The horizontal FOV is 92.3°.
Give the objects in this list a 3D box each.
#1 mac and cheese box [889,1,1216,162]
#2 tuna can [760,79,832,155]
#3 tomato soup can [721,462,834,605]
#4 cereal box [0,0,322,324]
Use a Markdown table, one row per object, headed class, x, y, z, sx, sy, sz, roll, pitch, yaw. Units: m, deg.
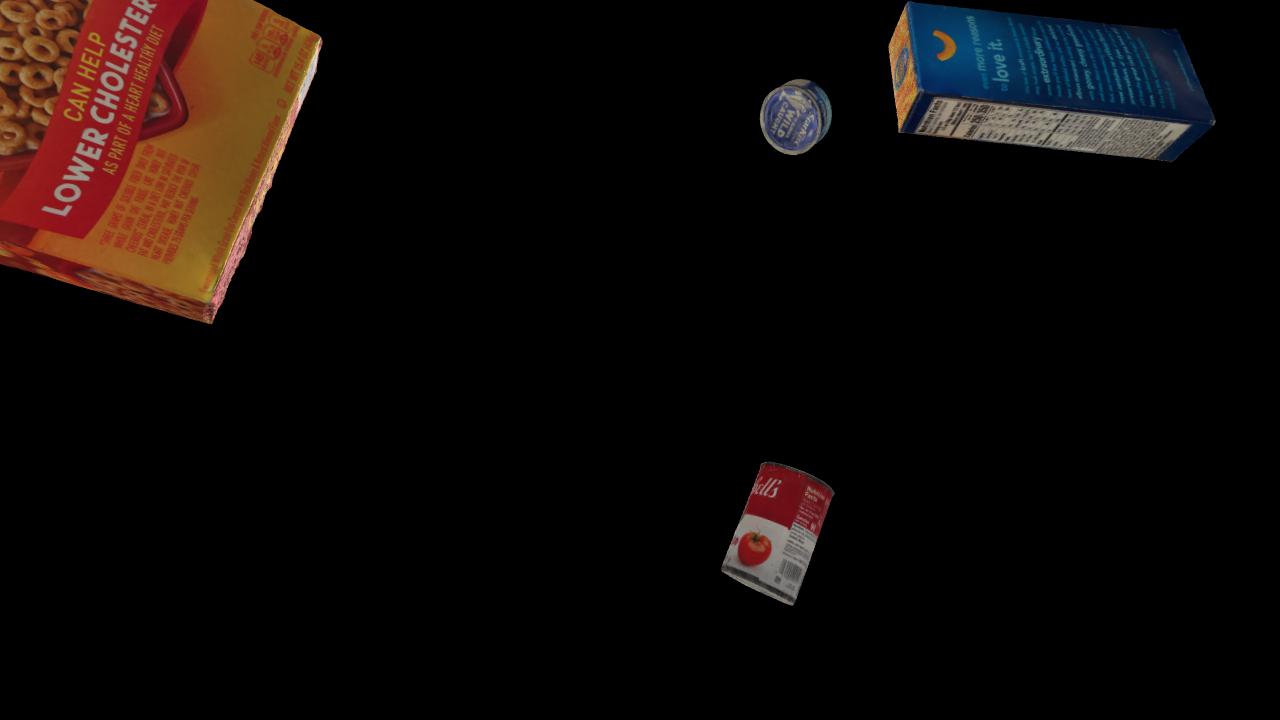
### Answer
| class | x | y | z | sx | sy | sz | roll | pitch | yaw |
| --- | --- | --- | --- | --- | --- | --- | --- | --- | --- |
| mac and cheese box | 0.267 | -0.187 | 0.413 | 0.184 | 0.093 | 0.041 | 7 | -26 | 1 |
| tuna can | 0.193 | -0.301 | 0.762 | 0.084 | 0.084 | 0.034 | 0 | 33 | 50 |
| tomato soup can | 0.118 | 0.148 | 0.529 | 0.068 | 0.101 | 0.068 | 23 | -17 | 8 |
| cereal box | -0.371 | -0.166 | 0.337 | 0.306 | 0.203 | 0.081 | 21 | -20 | -30 |
